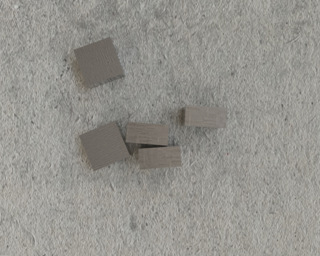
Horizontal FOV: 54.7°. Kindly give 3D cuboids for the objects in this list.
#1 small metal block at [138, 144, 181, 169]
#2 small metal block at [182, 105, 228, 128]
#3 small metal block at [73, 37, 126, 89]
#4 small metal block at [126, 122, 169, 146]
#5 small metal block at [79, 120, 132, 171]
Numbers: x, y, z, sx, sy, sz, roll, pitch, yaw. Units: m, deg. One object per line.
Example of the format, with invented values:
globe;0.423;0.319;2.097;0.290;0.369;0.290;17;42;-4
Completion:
small metal block;0.000;0.035;0.397;0.050;0.050;0.025;-4;90;0
small metal block;0.056;-0.014;0.398;0.050;0.050;0.025;3;90;0
small metal block;-0.079;-0.085;0.409;0.050;0.025;0.050;-20;90;0
small metal block;-0.015;0.007;0.397;0.050;0.050;0.025;5;90;0
small metal block;-0.071;0.023;0.409;0.050;0.025;0.050;-23;90;0
